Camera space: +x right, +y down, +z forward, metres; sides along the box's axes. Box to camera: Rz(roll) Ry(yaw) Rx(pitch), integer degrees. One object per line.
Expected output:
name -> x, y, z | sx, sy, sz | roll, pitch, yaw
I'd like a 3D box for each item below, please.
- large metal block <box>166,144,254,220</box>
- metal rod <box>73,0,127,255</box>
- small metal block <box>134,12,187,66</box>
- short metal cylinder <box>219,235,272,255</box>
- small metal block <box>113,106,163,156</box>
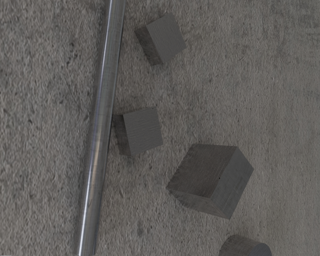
large metal block -> 0.069, 0.070, 0.426 | 0.050, 0.080, 0.080 | 49, 61, -29
metal rod -> -0.066, -0.013, 0.349 | 0.025, 0.025, 0.298 | 10, 84, -40
small metal block -> 0.002, -0.116, 0.406 | 0.050, 0.025, 0.050 | -40, 115, -33
short metal cylinder -> 0.139, 0.222, 0.505 | 0.081, 0.050, 0.080 | 0, 90, -40
small metal block -> -0.027, 0.003, 0.382 | 0.050, 0.025, 0.050 | -18, 101, -39
